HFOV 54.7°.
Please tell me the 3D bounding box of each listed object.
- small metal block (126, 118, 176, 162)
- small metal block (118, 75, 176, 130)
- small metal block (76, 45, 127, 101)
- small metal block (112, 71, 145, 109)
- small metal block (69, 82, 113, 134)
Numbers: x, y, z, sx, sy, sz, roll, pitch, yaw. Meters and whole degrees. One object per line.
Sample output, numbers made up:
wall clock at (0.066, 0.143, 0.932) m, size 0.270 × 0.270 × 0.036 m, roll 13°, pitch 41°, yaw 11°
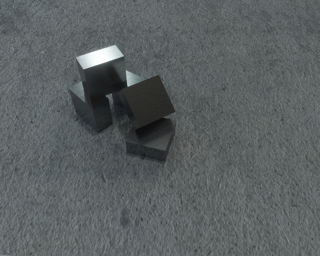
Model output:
small metal block at (-0.011, 0.011, 0.395) m, size 0.050 × 0.025 × 0.050 m, roll 13°, pitch 51°, yaw 10°
small metal block at (-0.017, -0.031, 0.383) m, size 0.050 × 0.025 × 0.050 m, roll -25°, pitch 92°, yaw -20°
small metal block at (-0.070, -0.067, 0.379) m, size 0.050 × 0.050 × 0.025 m, roll -23°, pitch 54°, yaw -19°
small metal block at (-0.039, -0.048, 0.429) m, size 0.050 × 0.050 × 0.025 m, roll 26°, pitch 55°, yaw 19°
small metal block at (-0.091, -0.028, 0.411) m, size 0.050 × 0.050 × 0.025 m, roll 38°, pitch 59°, yaw 27°
